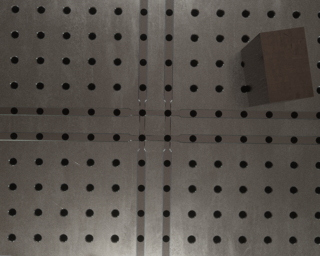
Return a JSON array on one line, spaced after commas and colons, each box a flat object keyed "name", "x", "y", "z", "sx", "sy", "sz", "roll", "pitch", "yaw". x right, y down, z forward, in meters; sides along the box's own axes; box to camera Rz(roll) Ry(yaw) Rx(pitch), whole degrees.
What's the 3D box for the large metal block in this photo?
[{"name": "large metal block", "x": 0.143, "y": -0.071, "z": 0.388, "sx": 0.050, "sy": 0.080, "sz": 0.080, "roll": -8, "pitch": 90, "yaw": 0}]
